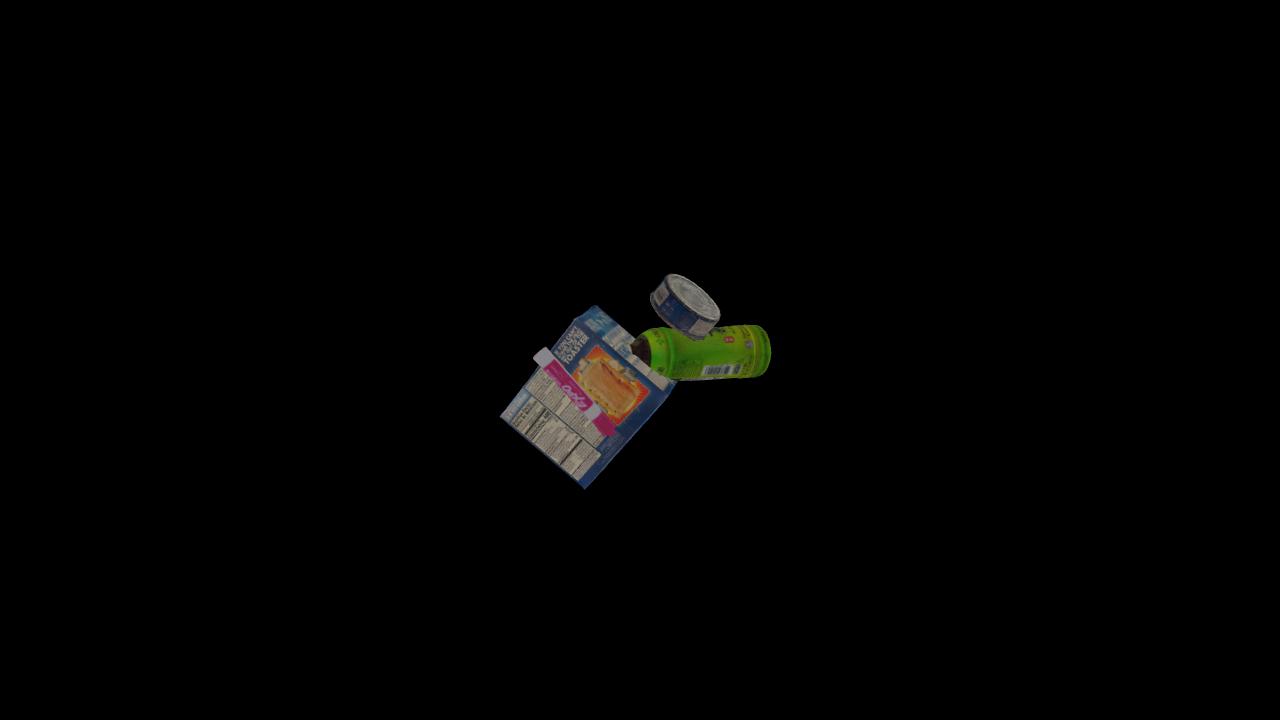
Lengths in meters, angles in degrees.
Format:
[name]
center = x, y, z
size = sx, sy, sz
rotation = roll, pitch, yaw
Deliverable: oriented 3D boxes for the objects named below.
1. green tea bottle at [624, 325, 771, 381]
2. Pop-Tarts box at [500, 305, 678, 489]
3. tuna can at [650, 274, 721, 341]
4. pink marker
[green tea bottle]
center = 0.060, -0.007, 0.765
size = 0.212, 0.073, 0.073
rotation = -3, 1, -25
[Pop-Tarts box]
center = -0.061, 0.045, 0.759
size = 0.141, 0.167, 0.083
rotation = 40, 20, 0
[tuna can]
center = 0.055, -0.065, 0.733
size = 0.084, 0.084, 0.034
rotation = 0, -43, -52
[pink marker]
center = -0.068, 0.036, 0.660
size = 0.020, 0.121, 0.020
rotation = -39, 11, 9
